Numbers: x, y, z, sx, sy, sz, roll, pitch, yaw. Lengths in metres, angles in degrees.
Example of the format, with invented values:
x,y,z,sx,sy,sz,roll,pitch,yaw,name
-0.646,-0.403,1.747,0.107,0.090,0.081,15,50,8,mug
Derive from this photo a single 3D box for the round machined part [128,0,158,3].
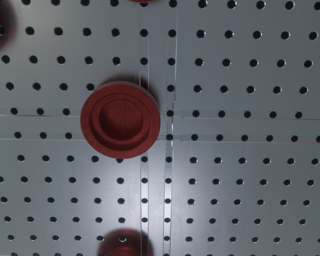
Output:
x,y,z,sx,sy,sz,roll,pitch,yaw,name
-0.020,-0.188,0.335,0.099,0.042,0.097,0,110,0,round machined part

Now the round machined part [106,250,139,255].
x,y,z,sx,sy,sz,roll,pitch,yaw,name
-0.058,0.235,0.490,0.099,0.042,0.097,0,110,0,round machined part

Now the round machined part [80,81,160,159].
x,y,z,sx,sy,sz,roll,pitch,yaw,name
-0.049,-0.013,0.399,0.099,0.042,0.097,0,110,0,round machined part
